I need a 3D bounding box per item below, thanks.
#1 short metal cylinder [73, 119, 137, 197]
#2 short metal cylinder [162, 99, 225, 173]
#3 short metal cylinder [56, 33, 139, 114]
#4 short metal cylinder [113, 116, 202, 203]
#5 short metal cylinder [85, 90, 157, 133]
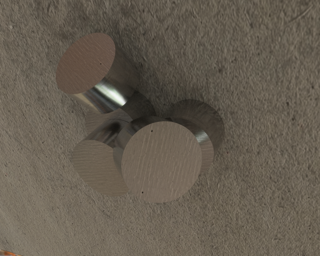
[{"bbox_3d":[-0.058,0.036,0.378,0.080,0.050,0.079,13,124,20],"label":"short metal cylinder"},{"bbox_3d":[0.034,0.011,0.379,0.080,0.050,0.079,13,124,20],"label":"short metal cylinder"},{"bbox_3d":[-0.073,-0.063,0.362,0.080,0.080,0.050,0,157,28],"label":"short metal cylinder"},{"bbox_3d":[-0.004,0.030,0.318,0.080,0.080,0.050,61,169,-16],"label":"short metal cylinder"},{"bbox_3d":[-0.051,-0.007,0.412,0.080,0.050,0.079,13,124,20],"label":"short metal cylinder"}]
